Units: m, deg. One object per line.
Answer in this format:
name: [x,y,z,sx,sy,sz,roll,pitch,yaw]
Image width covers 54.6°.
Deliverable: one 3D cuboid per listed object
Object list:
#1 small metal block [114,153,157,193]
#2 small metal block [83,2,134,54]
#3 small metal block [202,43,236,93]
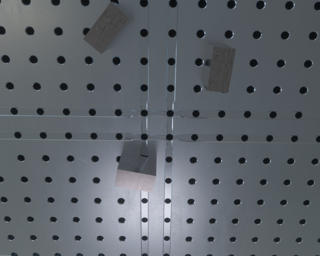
small metal block: [-0.032,0.059,0.422,0.050,0.050,0.025,11,110,-4]
small metal block: [-0.058,-0.116,0.357,0.025,0.050,0.050,39,105,-13]
small metal block: [0.069,-0.074,0.373,0.025,0.050,0.050,5,110,-2]
